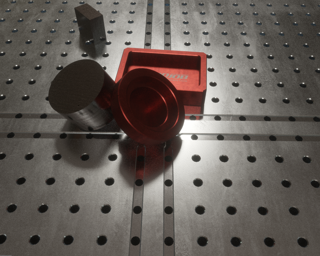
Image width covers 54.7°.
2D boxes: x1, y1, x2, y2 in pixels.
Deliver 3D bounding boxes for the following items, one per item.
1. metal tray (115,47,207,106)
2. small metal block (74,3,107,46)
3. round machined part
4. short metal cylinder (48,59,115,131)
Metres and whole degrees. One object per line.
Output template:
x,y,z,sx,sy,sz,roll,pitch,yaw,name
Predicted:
0.004,-0.080,0.471,0.131,0.030,0.090,5,50,3,metal tray
-0.121,-0.182,0.542,0.025,0.050,0.050,-33,58,-25,small metal block
-0.019,-0.024,0.396,0.099,0.042,0.098,17,60,-31,round machined part
-0.097,-0.043,0.408,0.080,0.050,0.080,-9,62,18,short metal cylinder
